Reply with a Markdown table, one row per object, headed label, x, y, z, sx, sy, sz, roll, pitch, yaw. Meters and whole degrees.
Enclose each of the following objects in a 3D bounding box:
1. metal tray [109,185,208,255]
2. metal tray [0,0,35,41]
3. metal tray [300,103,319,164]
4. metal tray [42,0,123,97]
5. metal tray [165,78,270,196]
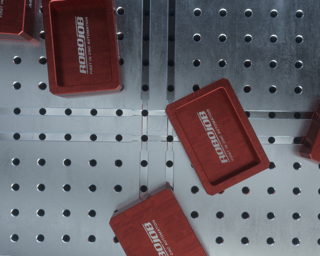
| label | x | y | z | sx | sy | sz | roll | pitch | yaw |
| --- | --- | --- | --- | --- | --- | --- | --- | --- | --- |
| metal tray | 0.003 | 0.153 | 0.411 | 0.090 | 0.030 | 0.130 | -29 | 90 | 0 |
| metal tray | -0.215 | -0.186 | 0.409 | 0.090 | 0.030 | 0.129 | 4 | 90 | 0 |
| metal tray | 0.268 | 0.021 | 0.412 | 0.131 | 0.030 | 0.090 | 22 | 90 | 0 |
| metal tray | -0.101 | -0.110 | 0.410 | 0.090 | 0.030 | 0.129 | -5 | 90 | 0 |
| metal tray | 0.074 | 0.011 | 0.411 | 0.090 | 0.030 | 0.130 | -27 | 90 | 0 |
